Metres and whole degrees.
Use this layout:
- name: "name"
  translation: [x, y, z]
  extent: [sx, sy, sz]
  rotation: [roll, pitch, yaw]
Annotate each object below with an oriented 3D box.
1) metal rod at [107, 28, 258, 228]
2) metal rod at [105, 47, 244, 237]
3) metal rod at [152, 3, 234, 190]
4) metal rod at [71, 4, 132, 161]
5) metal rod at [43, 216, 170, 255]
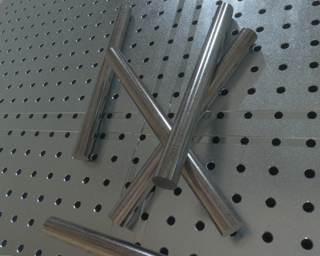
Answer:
- name: "metal rod"
  translation: [0.035, -0.008, 0.393]
  extent: [0.025, 0.025, 0.300]
  rotation: [28, 77, 37]
- name: "metal rod"
  translation: [-0.001, -0.007, 0.376]
  extent: [0.025, 0.025, 0.300]
  rotation: [-37, 56, 4]
- name: "metal rod"
  translation: [0.051, -0.062, 0.381]
  extent: [0.025, 0.025, 0.300]
  rotation: [1, 51, 28]
- name: "metal rod"
  translation: [-0.089, -0.089, 0.507]
  extent: [0.025, 0.025, 0.299]
  rotation: [-4, 60, 26]
- name: "metal rod"
  translation: [-0.013, 0.141, 0.327]
  extent: [0.300, 0.025, 0.025]
  rotation: [6, 65, 30]
